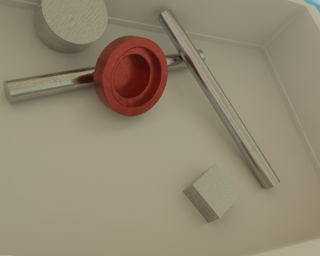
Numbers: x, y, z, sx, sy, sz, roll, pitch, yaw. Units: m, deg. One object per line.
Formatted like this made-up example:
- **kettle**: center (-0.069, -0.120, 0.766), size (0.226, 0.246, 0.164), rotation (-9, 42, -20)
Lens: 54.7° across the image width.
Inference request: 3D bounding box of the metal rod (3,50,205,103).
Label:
- **metal rod**: center (-0.051, -0.079, 0.427), size (0.302, 0.025, 0.025), rotation (-19, 72, -35)

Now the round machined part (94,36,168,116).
- **round machined part**: center (-0.040, -0.067, 0.393), size (0.099, 0.097, 0.042), rotation (-20, 31, -36)

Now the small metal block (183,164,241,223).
- **small metal block**: center (0.066, 0.082, 0.393), size (0.050, 0.025, 0.050), rotation (-34, 81, -38)

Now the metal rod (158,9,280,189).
- **metal rod**: center (0.084, -0.045, 0.459), size (0.025, 0.025, 0.299), rotation (-27, 83, -37)

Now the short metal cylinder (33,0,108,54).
- **short metal cylinder**: center (-0.114, -0.141, 0.395), size (0.081, 0.050, 0.080), rotation (1, 87, -32)
